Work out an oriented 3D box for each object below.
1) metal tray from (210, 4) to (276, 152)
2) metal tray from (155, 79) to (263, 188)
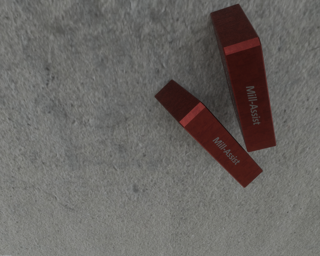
[{"bbox_3d":[0.087,-0.049,0.323,0.030,0.090,0.130,-15,129,12],"label":"metal tray"},{"bbox_3d":[0.057,0.006,0.367,0.030,0.090,0.130,-45,121,4],"label":"metal tray"}]
